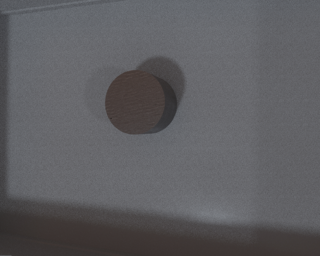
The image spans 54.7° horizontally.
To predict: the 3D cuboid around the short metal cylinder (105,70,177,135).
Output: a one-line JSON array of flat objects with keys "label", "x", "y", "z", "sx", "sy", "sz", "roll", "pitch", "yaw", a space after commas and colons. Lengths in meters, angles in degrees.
[{"label": "short metal cylinder", "x": -0.024, "y": -0.032, "z": 0.405, "sx": 0.080, "sy": 0.050, "sz": 0.079, "roll": 0, "pitch": 90, "yaw": 19}]
